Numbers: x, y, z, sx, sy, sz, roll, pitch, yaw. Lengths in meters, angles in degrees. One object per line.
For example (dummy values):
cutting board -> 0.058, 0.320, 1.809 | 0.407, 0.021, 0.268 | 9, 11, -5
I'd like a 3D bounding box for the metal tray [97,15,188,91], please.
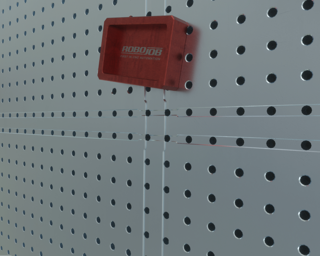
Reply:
metal tray -> -0.029, -0.104, 0.427 | 0.130, 0.030, 0.089 | 14, 99, 38
